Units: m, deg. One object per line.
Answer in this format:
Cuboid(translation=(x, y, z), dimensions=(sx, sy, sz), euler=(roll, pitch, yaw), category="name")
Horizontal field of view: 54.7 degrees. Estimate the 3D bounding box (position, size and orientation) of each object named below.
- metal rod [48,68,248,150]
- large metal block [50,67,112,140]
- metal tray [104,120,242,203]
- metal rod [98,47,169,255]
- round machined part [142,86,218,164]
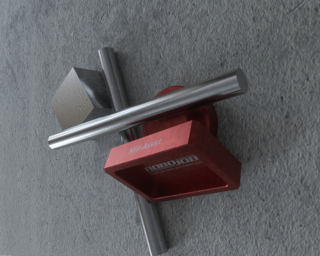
Cuboid(translation=(-0.040, -0.012, 0.377), dimensions=(0.300, 0.025, 0.025), euler=(-16, 80, 36), category="metal rod")
Cuboid(translation=(-0.119, -0.035, 0.484), dimensions=(0.080, 0.050, 0.080), euler=(-45, 63, 30), category="large metal block")
Cuboid(translation=(0.012, 0.045, 0.350), dimensions=(0.130, 0.090, 0.030), euler=(-20, 42, 38), category="metal tray")
Cuboid(translation=(-0.042, 0.023, 0.436), dimensions=(0.025, 0.025, 0.299), euler=(-26, 74, 37), category="metal rod")
Cuboid(translation=(0.017, -0.003, 0.378), dimensions=(0.098, 0.042, 0.097), euler=(0, 90, 39), category="round machined part")
